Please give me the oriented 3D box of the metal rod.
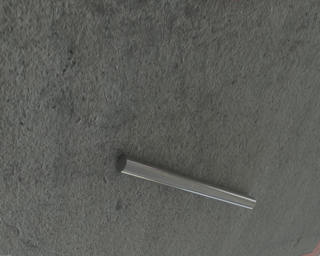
[{"bbox_3d":[0.060,0.094,0.497,0.302,0.025,0.025,23,106,-37],"label":"metal rod"}]
